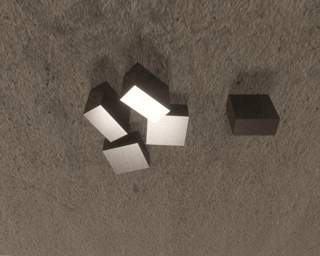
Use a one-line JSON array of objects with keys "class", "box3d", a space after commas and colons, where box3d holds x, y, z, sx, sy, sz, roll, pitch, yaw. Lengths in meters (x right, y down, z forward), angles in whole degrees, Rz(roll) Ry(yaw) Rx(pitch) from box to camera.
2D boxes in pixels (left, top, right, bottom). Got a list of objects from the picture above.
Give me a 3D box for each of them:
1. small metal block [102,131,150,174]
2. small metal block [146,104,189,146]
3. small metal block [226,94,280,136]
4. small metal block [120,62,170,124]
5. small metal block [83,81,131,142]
[{"class": "small metal block", "box3d": [-0.046, 0.035, 0.437, 0.050, 0.025, 0.050, -13, 129, 10]}, {"class": "small metal block", "box3d": [0.009, -0.004, 0.404, 0.050, 0.025, 0.050, 3, 130, -3]}, {"class": "small metal block", "box3d": [0.112, -0.017, 0.378, 0.050, 0.050, 0.025, 0, 130, 0]}, {"class": "small metal block", "box3d": [-0.016, -0.041, 0.356, 0.050, 0.050, 0.025, 34, 122, -26]}, {"class": "small metal block", "box3d": [-0.062, -0.020, 0.373, 0.025, 0.050, 0.050, -26, 126, 20]}]
